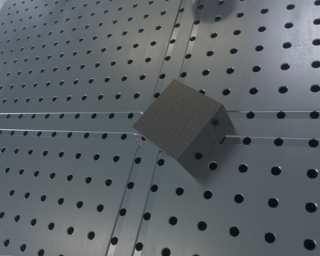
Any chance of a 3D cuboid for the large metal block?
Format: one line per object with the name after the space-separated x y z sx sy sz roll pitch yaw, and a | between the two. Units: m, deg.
0.028 -0.002 0.379 0.080 0.050 0.080 -50 52 -7 | large metal block
